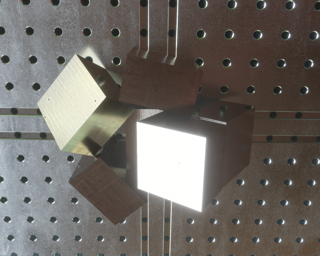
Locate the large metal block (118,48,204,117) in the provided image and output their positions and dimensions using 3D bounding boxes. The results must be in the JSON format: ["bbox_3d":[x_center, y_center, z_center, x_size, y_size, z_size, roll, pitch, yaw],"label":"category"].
[{"bbox_3d":[0.001,-0.057,0.363,0.080,0.080,0.050,12,110,-4],"label":"large metal block"}]

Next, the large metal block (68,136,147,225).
[{"bbox_3d":[-0.062,0.063,0.405,0.050,0.080,0.080,-38,106,12],"label":"large metal block"}]

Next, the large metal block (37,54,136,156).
[{"bbox_3d":[-0.089,-0.026,0.367,0.080,0.080,0.050,-47,148,15],"label":"large metal block"}]

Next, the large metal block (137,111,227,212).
[{"bbox_3d":[0.023,0.032,0.338,0.080,0.050,0.079,13,113,31],"label":"large metal block"}]

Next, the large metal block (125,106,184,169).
[{"bbox_3d":[-0.001,0.007,0.402,0.080,0.050,0.079,1,110,-1],"label":"large metal block"}]

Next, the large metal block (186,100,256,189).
[{"bbox_3d":[0.074,0.016,0.382,0.050,0.081,0.079,14,114,35],"label":"large metal block"}]
